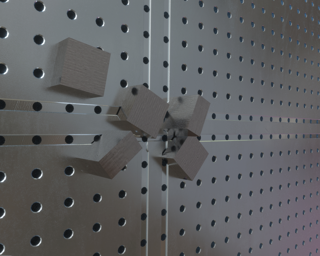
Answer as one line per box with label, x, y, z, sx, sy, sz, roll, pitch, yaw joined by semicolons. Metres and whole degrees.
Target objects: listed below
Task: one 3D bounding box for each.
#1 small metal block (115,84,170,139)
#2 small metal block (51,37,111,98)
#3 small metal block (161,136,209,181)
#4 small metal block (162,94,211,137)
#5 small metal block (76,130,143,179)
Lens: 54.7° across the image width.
small metal block;-0.021;-0.020;0.393;0.050;0.025;0.050;34;69;-35
small metal block;-0.086;-0.064;0.338;0.050;0.025;0.050;14;81;-40
small metal block;0.037;0.039;0.443;0.050;0.025;0.050;51;60;-28
small metal block;0.036;-0.016;0.425;0.025;0.050;0.050;32;70;-36
small metal block;-0.057;0.028;0.347;0.050;0.050;0.025;-45;118;-31
